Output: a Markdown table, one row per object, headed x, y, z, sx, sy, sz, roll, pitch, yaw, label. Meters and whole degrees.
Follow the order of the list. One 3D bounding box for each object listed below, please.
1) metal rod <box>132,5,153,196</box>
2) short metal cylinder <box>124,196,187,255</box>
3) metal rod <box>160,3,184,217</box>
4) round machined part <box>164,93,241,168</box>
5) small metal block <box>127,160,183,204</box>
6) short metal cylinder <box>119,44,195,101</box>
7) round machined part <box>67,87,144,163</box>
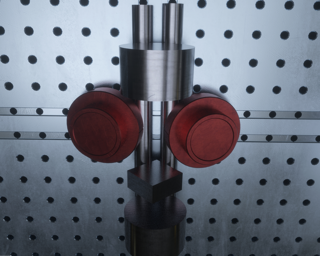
| x | y | z | sx | sy | sz | roll | pitch | yaw | label |
| --- | --- | --- | --- | --- | --- | --- | --- | --- | --- |
| -0.022 | -0.003 | 0.411 | 0.025 | 0.025 | 0.298 | 1 | 110 | 0 | metal rod |
| -0.006 | 0.128 | 0.408 | 0.081 | 0.080 | 0.050 | 1 | 110 | -1 | short metal cylinder |
| 0.013 | -0.005 | 0.411 | 0.025 | 0.025 | 0.298 | 1 | 110 | 0 | metal rod |
| 0.058 | 0.008 | 0.393 | 0.099 | 0.042 | 0.097 | -6 | 111 | -14 | round machined part |
| -0.007 | 0.067 | 0.400 | 0.050 | 0.050 | 0.025 | -16 | 116 | -39 | small metal block |
| -0.003 | -0.064 | 0.337 | 0.081 | 0.080 | 0.050 | 1 | 110 | -1 | short metal cylinder |
| -0.074 | 0.001 | 0.391 | 0.098 | 0.042 | 0.097 | 5 | 111 | 13 | round machined part |
